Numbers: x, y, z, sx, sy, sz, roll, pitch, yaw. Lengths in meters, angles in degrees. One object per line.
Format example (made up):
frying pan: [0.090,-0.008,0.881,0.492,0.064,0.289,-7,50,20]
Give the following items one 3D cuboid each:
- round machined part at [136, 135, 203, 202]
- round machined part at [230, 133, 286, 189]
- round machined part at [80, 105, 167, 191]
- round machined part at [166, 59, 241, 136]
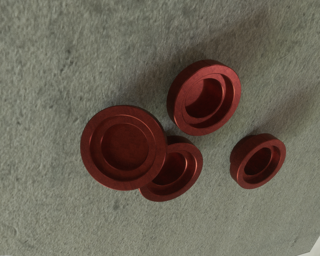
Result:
round machined part: [0.007,0.052,0.434,0.099,0.042,0.097,-14,125,-21]
round machined part: [0.156,0.050,0.515,0.099,0.042,0.097,-14,125,-21]
round machined part: [-0.040,0.021,0.367,0.099,0.042,0.097,1,95,6]
round machined part: [0.052,-0.042,0.400,0.099,0.042,0.097,-14,125,-21]
